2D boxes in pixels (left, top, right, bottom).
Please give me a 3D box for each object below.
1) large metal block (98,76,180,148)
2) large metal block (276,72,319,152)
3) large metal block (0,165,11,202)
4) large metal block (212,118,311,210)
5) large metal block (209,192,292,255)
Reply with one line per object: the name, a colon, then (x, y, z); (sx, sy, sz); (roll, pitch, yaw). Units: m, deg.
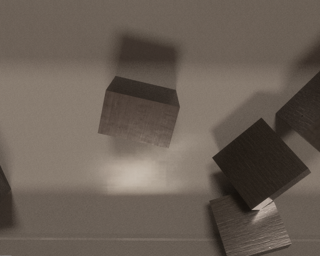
large metal block: (-0.024, -0.022, 0.374); (0.081, 0.080, 0.050); (13, 110, -5)
large metal block: (0.202, -0.019, 0.378); (0.050, 0.080, 0.080); (39, 105, -13)
large metal block: (-0.252, 0.073, 0.405); (0.050, 0.080, 0.079); (-12, 110, 4)
large metal block: (0.129, 0.047, 0.395); (0.080, 0.050, 0.080); (-42, 61, 13)
large metal block: (0.121, 0.132, 0.426); (0.080, 0.080, 0.050); (-19, 150, 6)
